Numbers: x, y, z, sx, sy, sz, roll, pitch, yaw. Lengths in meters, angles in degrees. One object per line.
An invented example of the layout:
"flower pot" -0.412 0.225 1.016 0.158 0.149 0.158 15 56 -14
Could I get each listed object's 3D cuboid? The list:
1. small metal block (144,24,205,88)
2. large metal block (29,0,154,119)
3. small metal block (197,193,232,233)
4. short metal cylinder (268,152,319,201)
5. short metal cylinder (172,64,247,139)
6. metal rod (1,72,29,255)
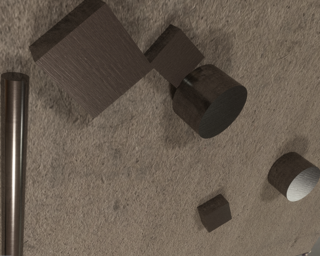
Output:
"small metal block" 0.016 -0.084 0.365 0.050 0.025 0.050 -48 129 5
"large metal block" -0.068 -0.071 0.311 0.080 0.050 0.080 -41 130 -1
"small metal block" 0.099 0.154 0.559 0.050 0.025 0.050 -27 128 -12
"short metal cylinder" 0.255 0.092 0.591 0.081 0.050 0.079 -14 125 -21
"short metal cylinder" 0.063 -0.033 0.392 0.081 0.050 0.080 -29 145 -23
"metal rod" -0.172 0.081 0.363 0.025 0.025 0.298 -1 119 -28
